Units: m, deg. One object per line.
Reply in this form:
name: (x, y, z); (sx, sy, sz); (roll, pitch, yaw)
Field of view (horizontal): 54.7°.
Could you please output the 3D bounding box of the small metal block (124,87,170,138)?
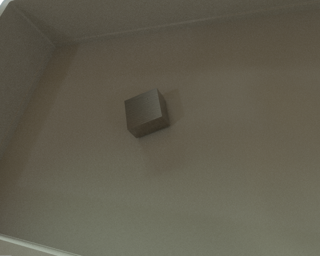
small metal block: (-0.018, -0.020, 0.422); (0.050, 0.025, 0.050); (-21, 54, 15)
